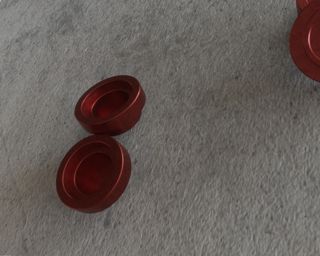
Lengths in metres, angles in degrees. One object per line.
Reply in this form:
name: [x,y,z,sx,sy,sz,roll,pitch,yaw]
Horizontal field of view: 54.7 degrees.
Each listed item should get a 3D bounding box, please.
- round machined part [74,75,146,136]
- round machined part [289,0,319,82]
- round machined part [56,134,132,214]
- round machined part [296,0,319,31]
round machined part: [-0.065,-0.027,0.432,0.098,0.042,0.098,-14,43,14]
round machined part: [0.187,-0.094,0.321,0.098,0.042,0.097,5,101,27]
round machined part: [-0.079,0.061,0.395,0.098,0.042,0.098,-13,57,21]
round machined part: [0.218,-0.151,0.371,0.098,0.042,0.098,-13,56,20]
